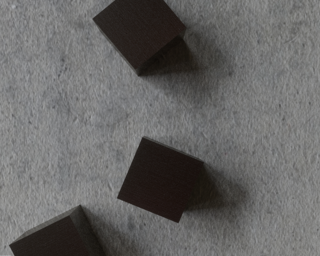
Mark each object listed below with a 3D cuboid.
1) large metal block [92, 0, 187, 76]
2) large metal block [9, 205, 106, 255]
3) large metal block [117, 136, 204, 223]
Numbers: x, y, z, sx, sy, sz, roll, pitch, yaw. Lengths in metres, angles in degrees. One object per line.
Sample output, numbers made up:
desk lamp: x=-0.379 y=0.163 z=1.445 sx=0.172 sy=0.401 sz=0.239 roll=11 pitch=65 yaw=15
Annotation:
large metal block: x=-0.025 y=-0.126 z=0.397 sx=0.080 sy=0.050 sz=0.080 roll=-40 pitch=91 yaw=0
large metal block: x=-0.127 y=0.158 z=0.396 sx=0.080 sy=0.050 sz=0.080 roll=-27 pitch=90 yaw=0
large metal block: x=0.000 y=0.063 z=0.398 sx=0.080 sy=0.050 sz=0.080 roll=22 pitch=90 yaw=-1
